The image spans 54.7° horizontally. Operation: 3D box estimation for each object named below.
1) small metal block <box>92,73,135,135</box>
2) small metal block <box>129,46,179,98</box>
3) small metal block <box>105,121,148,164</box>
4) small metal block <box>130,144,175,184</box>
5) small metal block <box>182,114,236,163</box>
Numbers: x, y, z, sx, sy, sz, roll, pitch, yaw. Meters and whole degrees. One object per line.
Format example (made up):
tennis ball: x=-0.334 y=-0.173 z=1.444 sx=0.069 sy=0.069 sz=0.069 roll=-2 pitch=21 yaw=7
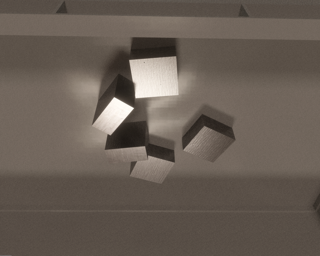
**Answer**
small metal block: x=-0.054 y=-0.028 z=0.368 sx=0.025 sy=0.050 sz=0.050 roll=29 pitch=124 yaw=-23
small metal block: x=-0.006 y=-0.064 z=0.355 sx=0.050 sy=0.025 sz=0.050 roll=-4 pitch=130 yaw=3
small metal block: x=-0.042 y=0.018 z=0.407 sx=0.050 sy=0.050 sz=0.025 roll=-5 pitch=130 yaw=4
small metal block: x=-0.012 y=0.051 z=0.453 sx=0.050 sy=0.025 sz=0.050 roll=17 pitch=128 yaw=-14
small metal block: x=0.065 y=0.015 z=0.423 sx=0.050 sy=0.025 sz=0.050 roll=23 pitch=126 yaw=-19
